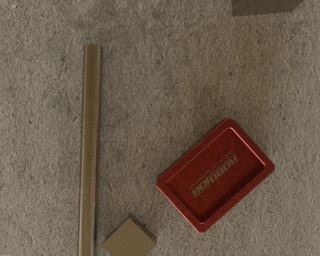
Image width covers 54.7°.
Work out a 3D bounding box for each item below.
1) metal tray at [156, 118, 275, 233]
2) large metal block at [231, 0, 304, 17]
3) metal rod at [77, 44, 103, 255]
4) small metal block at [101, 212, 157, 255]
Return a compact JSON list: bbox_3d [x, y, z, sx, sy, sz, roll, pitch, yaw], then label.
[{"bbox_3d":[0.071,0.060,0.408,0.130,0.030,0.090,-42,91,-1],"label":"metal tray"},{"bbox_3d":[0.138,-0.180,0.384,0.081,0.080,0.050,-5,90,-1],"label":"large metal block"},{"bbox_3d":[-0.092,0.041,0.408,0.025,0.025,0.298,2,90,-1],"label":"metal rod"},{"bbox_3d":[-0.040,0.150,0.410,0.050,0.025,0.050,45,90,-1],"label":"small metal block"}]
